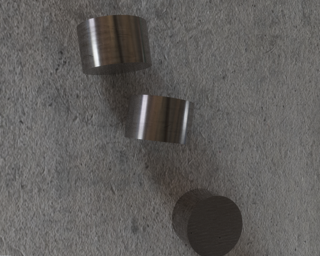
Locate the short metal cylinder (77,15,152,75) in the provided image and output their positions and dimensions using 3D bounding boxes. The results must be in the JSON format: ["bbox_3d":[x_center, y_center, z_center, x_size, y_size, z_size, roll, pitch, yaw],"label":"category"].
[{"bbox_3d":[-0.052,-0.093,0.360,0.081,0.080,0.050,-8,93,-20],"label":"short metal cylinder"}]

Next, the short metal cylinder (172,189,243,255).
[{"bbox_3d":[0.063,0.126,0.419,0.081,0.050,0.080,0,90,-20],"label":"short metal cylinder"}]

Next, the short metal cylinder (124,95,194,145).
[{"bbox_3d":[-0.001,-0.009,0.379,0.081,0.080,0.050,8,88,-20],"label":"short metal cylinder"}]
